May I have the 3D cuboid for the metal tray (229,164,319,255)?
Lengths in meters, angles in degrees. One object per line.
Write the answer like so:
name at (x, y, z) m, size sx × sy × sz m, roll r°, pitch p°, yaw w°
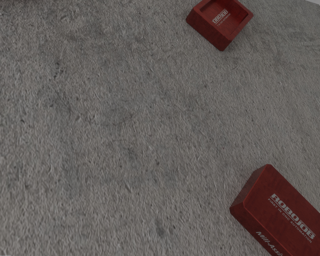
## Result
metal tray at (0.165, 0.123, 0.414) m, size 0.130 × 0.030 × 0.091 m, roll 46°, pitch 51°, yaw 3°

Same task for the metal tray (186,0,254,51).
metal tray at (0.117, -0.211, 0.591) m, size 0.090 × 0.030 × 0.131 m, roll 41°, pitch 51°, yaw -1°
